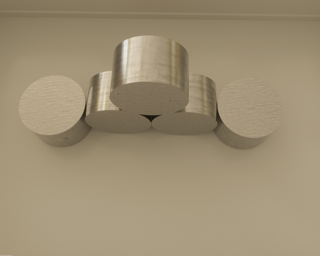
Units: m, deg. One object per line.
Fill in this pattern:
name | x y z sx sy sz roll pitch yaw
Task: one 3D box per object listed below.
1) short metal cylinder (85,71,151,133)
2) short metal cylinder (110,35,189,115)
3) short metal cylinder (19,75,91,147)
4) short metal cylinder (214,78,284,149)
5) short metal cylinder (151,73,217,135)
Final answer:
short metal cylinder | -0.050 -0.030 0.389 0.080 0.080 0.050 2 70 0
short metal cylinder | -0.010 -0.051 0.324 0.080 0.080 0.050 2 70 0
short metal cylinder | -0.131 -0.021 0.401 0.081 0.050 0.080 0 70 0
short metal cylinder | 0.111 -0.017 0.402 0.081 0.050 0.080 0 70 0
short metal cylinder | 0.030 -0.027 0.388 0.080 0.080 0.050 2 70 0
